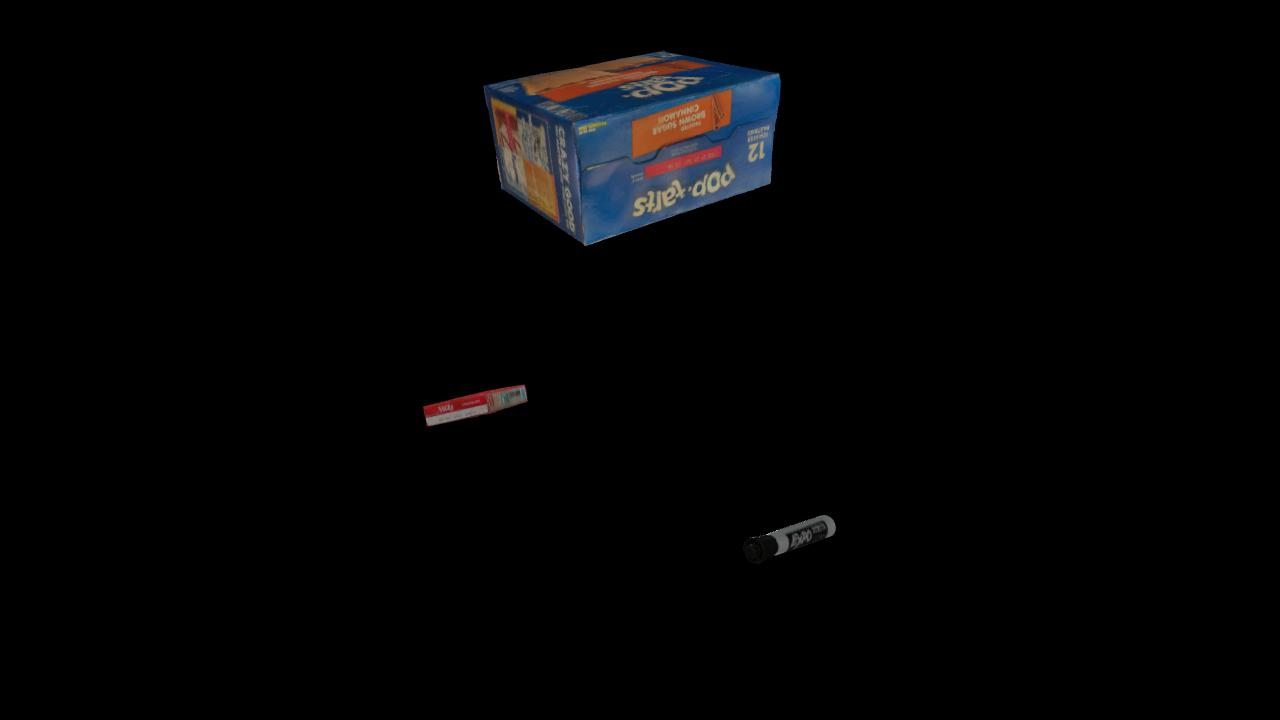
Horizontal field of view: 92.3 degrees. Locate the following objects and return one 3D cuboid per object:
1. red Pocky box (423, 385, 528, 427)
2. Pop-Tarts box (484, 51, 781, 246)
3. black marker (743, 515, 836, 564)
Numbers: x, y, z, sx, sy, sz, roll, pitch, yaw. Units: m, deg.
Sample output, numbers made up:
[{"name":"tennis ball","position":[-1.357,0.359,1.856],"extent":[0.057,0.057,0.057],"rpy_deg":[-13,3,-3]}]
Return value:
[{"name":"red Pocky box","position":[-0.208,0.057,0.798],"extent":[0.083,0.028,0.155],"rpy_deg":[-13,0,7]},{"name":"Pop-Tarts box","position":[-0.008,-0.168,0.459],"extent":[0.167,0.083,0.141],"rpy_deg":[-24,41,-24]},{"name":"black marker","position":[0.120,0.141,0.490],"extent":[0.020,0.020,0.121],"rpy_deg":[0,-2,43]}]
